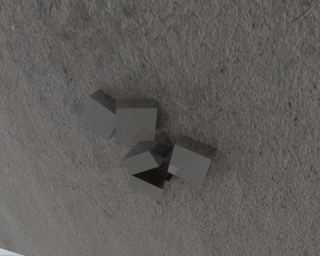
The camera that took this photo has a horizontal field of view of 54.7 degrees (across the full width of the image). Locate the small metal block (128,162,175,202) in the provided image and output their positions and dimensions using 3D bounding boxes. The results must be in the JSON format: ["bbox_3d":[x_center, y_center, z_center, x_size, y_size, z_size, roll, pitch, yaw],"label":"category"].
[{"bbox_3d":[-0.009,0.070,0.439,0.050,0.050,0.025,22,127,15],"label":"small metal block"}]

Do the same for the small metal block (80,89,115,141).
[{"bbox_3d":[-0.079,-0.018,0.438,0.050,0.025,0.050,36,129,4],"label":"small metal block"}]

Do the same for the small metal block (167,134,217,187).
[{"bbox_3d":[0.042,0.044,0.412,0.050,0.025,0.050,23,127,14],"label":"small metal block"}]

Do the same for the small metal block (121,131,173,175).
[{"bbox_3d":[-0.016,0.034,0.420,0.050,0.050,0.025,-22,106,36],"label":"small metal block"}]

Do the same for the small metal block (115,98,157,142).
[{"bbox_3d":[-0.032,-0.010,0.402,0.050,0.025,0.050,-1,124,-11],"label":"small metal block"}]
